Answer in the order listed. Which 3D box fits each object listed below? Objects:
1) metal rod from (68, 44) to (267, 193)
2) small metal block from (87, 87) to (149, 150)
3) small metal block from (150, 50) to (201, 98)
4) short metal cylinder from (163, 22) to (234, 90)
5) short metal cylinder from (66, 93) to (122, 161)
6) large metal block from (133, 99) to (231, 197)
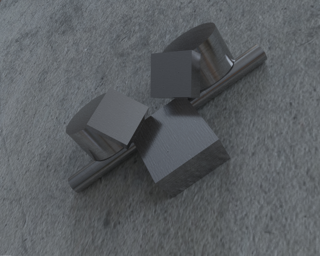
[{"bbox_3d":[0.007,-0.010,0.406,0.300,0.025,0.025,-35,52,4],"label":"metal rod"},{"bbox_3d":[-0.047,-0.010,0.355,0.050,0.025,0.050,27,74,4],"label":"small metal block"},{"bbox_3d":[0.018,-0.059,0.351,0.050,0.025,0.050,2,93,29],"label":"small metal block"},{"bbox_3d":[0.047,-0.091,0.400,0.080,0.050,0.080,-28,29,18],"label":"short metal cylinder"},{"bbox_3d":[-0.076,-0.003,0.412,0.080,0.050,0.080,-28,29,18],"label":"short metal cylinder"},{"bbox_3d":[0.021,0.020,0.363,0.080,0.050,0.080,-36,51,4],"label":"large metal block"}]
